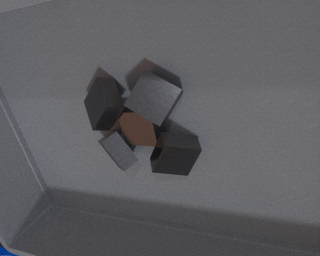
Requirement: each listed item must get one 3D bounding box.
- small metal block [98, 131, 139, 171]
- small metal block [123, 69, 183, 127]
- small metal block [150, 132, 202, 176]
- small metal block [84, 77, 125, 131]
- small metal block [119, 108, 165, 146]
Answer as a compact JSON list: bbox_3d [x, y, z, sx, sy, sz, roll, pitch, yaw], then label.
[{"bbox_3d":[-0.061,0.032,0.443,0.050,0.025,0.050,53,166,-10],"label":"small metal block"},{"bbox_3d":[-0.007,-0.035,0.373,0.050,0.025,0.050,31,91,8],"label":"small metal block"},{"bbox_3d":[0.019,0.035,0.403,0.050,0.025,0.050,8,130,-18],"label":"small metal block"},{"bbox_3d":[-0.075,-0.031,0.410,0.050,0.025,0.050,-50,52,40],"label":"small metal block"},{"bbox_3d":[-0.024,-0.004,0.416,0.050,0.025,0.050,2,119,27],"label":"small metal block"}]
